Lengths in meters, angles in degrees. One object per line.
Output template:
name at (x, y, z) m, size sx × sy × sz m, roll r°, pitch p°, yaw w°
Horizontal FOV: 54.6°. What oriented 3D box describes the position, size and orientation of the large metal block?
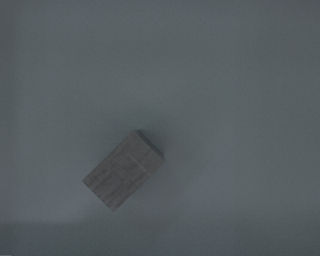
large metal block at (-0.041, 0.048, 0.384) m, size 0.080 × 0.080 × 0.050 m, roll -45°, pitch 90°, yaw 0°
